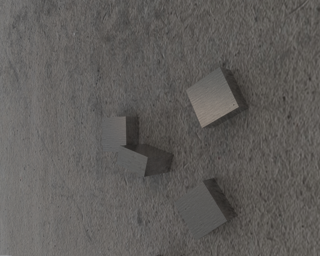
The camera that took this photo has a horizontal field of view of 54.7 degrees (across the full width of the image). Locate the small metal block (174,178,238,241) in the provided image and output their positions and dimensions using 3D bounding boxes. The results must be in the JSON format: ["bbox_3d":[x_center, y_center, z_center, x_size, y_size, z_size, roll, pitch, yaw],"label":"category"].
[{"bbox_3d":[0.053,0.094,0.362,0.050,0.025,0.050,-45,63,30],"label":"small metal block"}]

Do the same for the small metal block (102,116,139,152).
[{"bbox_3d":[-0.058,0.009,0.453,0.050,0.025,0.050,-2,89,40],"label":"small metal block"}]

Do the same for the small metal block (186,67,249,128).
[{"bbox_3d":[0.064,-0.033,0.352,0.050,0.025,0.050,-33,70,35],"label":"small metal block"}]

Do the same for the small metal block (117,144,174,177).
[{"bbox_3d":[-0.019,0.041,0.405,0.050,0.050,0.025,18,102,38],"label":"small metal block"}]
